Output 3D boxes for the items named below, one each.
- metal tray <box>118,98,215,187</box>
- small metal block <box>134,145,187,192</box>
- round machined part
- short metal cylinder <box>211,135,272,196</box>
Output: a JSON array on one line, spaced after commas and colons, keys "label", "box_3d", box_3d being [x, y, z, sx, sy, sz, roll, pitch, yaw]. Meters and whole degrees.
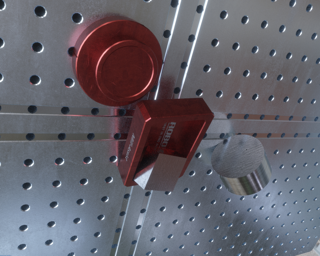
[{"label": "metal tray", "box_3d": [0.004, 0.021, 0.398, 0.091, 0.030, 0.129, -5, 138, -26]}, {"label": "small metal block", "box_3d": [0.001, 0.054, 0.403, 0.050, 0.025, 0.050, 15, 101, -41]}, {"label": "round machined part", "box_3d": [-0.041, -0.067, 0.336, 0.099, 0.042, 0.097, -14, 124, -21]}, {"label": "short metal cylinder", "box_3d": [0.126, 0.057, 0.479, 0.080, 0.080, 0.050, -37, 129, -4]}]
